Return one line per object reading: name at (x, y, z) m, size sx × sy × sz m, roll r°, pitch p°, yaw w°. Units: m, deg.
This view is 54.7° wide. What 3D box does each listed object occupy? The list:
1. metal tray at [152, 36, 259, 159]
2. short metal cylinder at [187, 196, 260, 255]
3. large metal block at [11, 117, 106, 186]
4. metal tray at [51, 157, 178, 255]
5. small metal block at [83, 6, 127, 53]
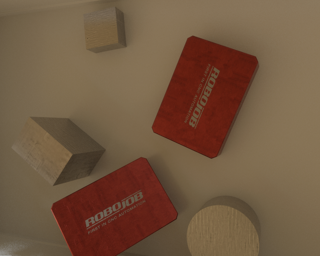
metal tray at (0.056, -0.038, 0.388) m, size 0.090 × 0.030 × 0.129 m, roll 24°, pitch 98°, yaw 18°
short metal cylinder at (0.077, 0.126, 0.370) m, size 0.080 × 0.050 × 0.079 m, roll 0°, pitch 90°, yaw 19°
large metal block at (-0.137, 0.029, 0.428) m, size 0.080 × 0.080 × 0.050 m, roll 37°, pitch 102°, yaw 16°
metal tray at (-0.055, 0.106, 0.390) m, size 0.131 × 0.030 × 0.090 m, roll -27°, pitch 76°, yaw -15°
small metal block at (-0.078, -0.137, 0.437) m, size 0.050 × 0.025 × 0.050 m, roll -6°, pitch 88°, yaw 19°
